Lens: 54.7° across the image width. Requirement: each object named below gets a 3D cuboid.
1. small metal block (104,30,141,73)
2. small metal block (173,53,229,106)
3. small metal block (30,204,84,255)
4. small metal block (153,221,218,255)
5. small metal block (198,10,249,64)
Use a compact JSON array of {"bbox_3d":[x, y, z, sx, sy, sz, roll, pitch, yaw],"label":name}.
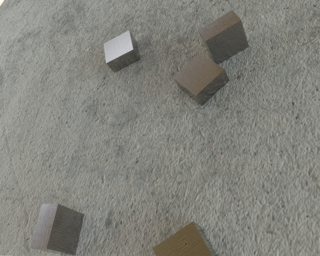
[{"bbox_3d":[-0.064,-0.128,0.516,0.050,0.025,0.050,-23,53,14],"label":"small metal block"},{"bbox_3d":[0.055,-0.065,0.415,0.050,0.025,0.050,-43,51,-2],"label":"small metal block"},{"bbox_3d":[-0.123,0.124,0.376,0.025,0.050,0.050,-8,58,24],"label":"small metal block"},{"bbox_3d":[0.028,0.131,0.309,0.050,0.025,0.050,-35,51,4],"label":"small metal block"},{"bbox_3d":[0.086,-0.120,0.416,0.050,0.050,0.025,-30,52,9],"label":"small metal block"}]
